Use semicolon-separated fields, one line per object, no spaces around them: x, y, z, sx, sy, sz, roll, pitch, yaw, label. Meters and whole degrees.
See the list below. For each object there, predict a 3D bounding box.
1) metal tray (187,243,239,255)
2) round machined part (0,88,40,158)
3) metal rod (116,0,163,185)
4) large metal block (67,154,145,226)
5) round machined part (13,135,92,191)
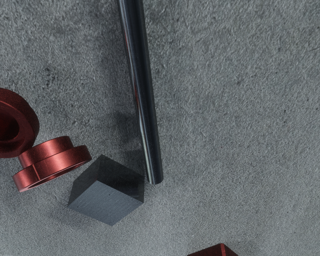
0.129;0.298;0.659;0.090;0.030;0.130;-30;124;23;metal tray
-0.200;-0.011;0.384;0.099;0.042;0.097;-1;130;0;round machined part
-0.020;-0.037;0.375;0.025;0.025;0.298;-4;130;3;metal rod
-0.081;0.097;0.472;0.080;0.050;0.080;33;123;-25;large metal block
-0.144;0.043;0.407;0.098;0.098;0.042;-27;86;21;round machined part
